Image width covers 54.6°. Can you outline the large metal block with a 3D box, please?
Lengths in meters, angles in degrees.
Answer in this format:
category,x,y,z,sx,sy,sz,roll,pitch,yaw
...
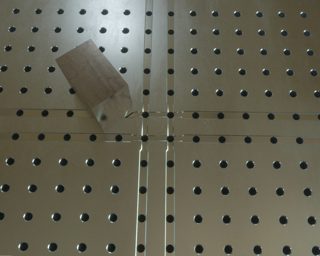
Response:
category,x,y,z,sx,sy,sz,roll,pitch,yaw
large metal block,-0.081,-0.052,0.401,0.050,0.080,0.080,-35,74,-12
